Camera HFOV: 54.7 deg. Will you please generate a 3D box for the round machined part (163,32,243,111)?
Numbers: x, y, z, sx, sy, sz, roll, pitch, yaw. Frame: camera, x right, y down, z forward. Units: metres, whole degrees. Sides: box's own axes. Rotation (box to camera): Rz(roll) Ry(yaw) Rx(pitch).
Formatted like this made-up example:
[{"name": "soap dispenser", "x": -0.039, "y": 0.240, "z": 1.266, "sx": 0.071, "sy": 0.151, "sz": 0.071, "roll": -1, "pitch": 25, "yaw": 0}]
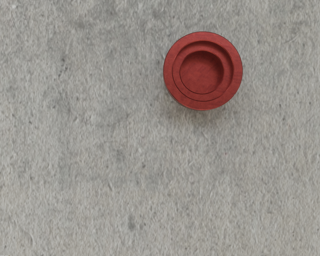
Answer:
[{"name": "round machined part", "x": 0.053, "y": -0.071, "z": 0.402, "sx": 0.099, "sy": 0.042, "sz": 0.097, "roll": 0, "pitch": 90, "yaw": -1}]
